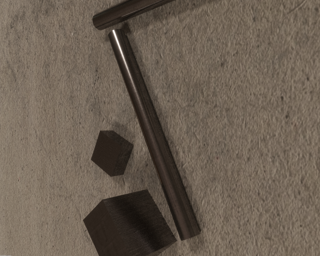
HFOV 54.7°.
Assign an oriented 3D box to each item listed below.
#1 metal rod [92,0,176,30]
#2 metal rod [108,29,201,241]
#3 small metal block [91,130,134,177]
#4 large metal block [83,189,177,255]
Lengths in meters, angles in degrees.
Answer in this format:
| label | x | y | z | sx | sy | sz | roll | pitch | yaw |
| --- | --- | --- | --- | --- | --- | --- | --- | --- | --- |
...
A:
| label | x | y | z | sx | sy | sz | roll | pitch | yaw |
| --- | --- | --- | --- | --- | --- | --- | --- | --- | --- |
| metal rod | 0.021 | -0.174 | 0.385 | 0.300 | 0.025 | 0.025 | -5 | 87 | 39 |
| metal rod | -0.014 | -0.003 | 0.414 | 0.025 | 0.025 | 0.299 | -32 | 70 | 35 |
| small metal block | -0.072 | 0.037 | 0.462 | 0.050 | 0.025 | 0.050 | 32 | 110 | 35 |
| large metal block | -0.038 | 0.132 | 0.399 | 0.050 | 0.081 | 0.080 | -48 | 62 | 29 |
